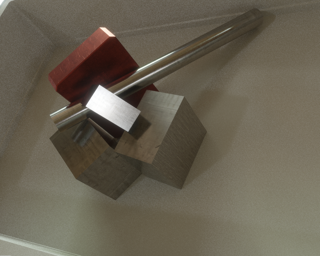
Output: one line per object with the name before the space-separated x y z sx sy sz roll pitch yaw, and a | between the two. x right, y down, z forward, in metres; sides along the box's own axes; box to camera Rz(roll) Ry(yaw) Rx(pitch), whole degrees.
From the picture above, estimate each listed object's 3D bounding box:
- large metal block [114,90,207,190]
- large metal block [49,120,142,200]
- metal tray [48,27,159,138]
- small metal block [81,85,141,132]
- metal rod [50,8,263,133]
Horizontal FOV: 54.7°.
large metal block | 0.005 0.014 0.357 0.050 0.080 0.080 14 69 33
large metal block | -0.079 0.035 0.389 0.050 0.080 0.080 -45 51 -3
metal tray | -0.064 -0.052 0.399 0.090 0.130 0.030 -43 50 0
small metal block | -0.055 -0.023 0.334 0.025 0.050 0.050 -59 21 -4
metal rod | 0.007 -0.079 0.390 0.302 0.025 0.025 -30 50 -14
